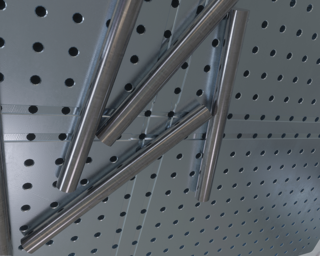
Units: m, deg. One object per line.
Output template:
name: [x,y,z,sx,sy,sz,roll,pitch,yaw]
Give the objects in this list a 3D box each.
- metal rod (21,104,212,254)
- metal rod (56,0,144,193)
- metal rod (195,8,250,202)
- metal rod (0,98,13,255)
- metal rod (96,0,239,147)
metal rod: [-0.055,0.066,0.420,0.301,0.025,0.025,-37,129,-4]
metal rod: [-0.062,-0.055,0.342,0.025,0.025,0.298,11,113,-33]
metal rod: [0.084,-0.014,0.447,0.025,0.025,0.298,-9,122,-24]
metal rod: [-0.185,0.057,0.345,0.025,0.025,0.298,-4,121,-26]
metal rod: [0.030,-0.097,0.366,0.300,0.025,0.025,-48,129,6]
